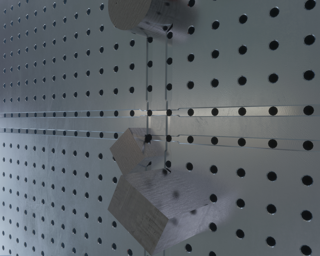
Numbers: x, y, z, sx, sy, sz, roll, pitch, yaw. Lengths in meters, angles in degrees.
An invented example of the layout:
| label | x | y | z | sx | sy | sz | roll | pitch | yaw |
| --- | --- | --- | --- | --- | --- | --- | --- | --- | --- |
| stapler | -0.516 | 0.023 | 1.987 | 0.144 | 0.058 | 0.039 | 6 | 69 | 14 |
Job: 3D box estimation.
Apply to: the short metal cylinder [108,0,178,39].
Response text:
| label | x | y | z | sx | sy | sz | roll | pitch | yaw |
| --- | --- | --- | --- | --- | --- | --- | --- | --- | --- |
| short metal cylinder | -0.023 | -0.165 | 0.412 | 0.080 | 0.050 | 0.079 | 0 | 90 | 40 |

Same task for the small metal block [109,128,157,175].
| label | x | y | z | sx | sy | sz | roll | pitch | yaw |
| --- | --- | --- | --- | --- | --- | --- | --- | --- | --- |
| small metal block | -0.039 | 0.035 | 0.442 | 0.050 | 0.025 | 0.050 | -45 | 63 | 30 |

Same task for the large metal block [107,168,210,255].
| label | x | y | z | sx | sy | sz | roll | pitch | yaw |
| --- | --- | --- | --- | --- | --- | --- | --- | --- | --- |
| large metal block | -0.001 | 0.095 | 0.375 | 0.080 | 0.081 | 0.050 | 35 | 112 | 34 |
